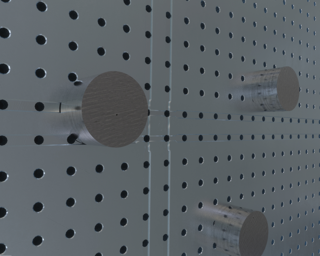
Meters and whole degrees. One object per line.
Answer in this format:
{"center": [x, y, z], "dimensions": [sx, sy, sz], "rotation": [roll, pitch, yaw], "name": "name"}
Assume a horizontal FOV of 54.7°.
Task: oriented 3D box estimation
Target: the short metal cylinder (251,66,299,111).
{"center": [0.213, -0.070, 0.571], "dimensions": [0.081, 0.050, 0.079], "rotation": [0, 90, -40], "name": "short metal cylinder"}

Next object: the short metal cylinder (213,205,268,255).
{"center": [0.132, 0.170, 0.503], "dimensions": [0.081, 0.050, 0.079], "rotation": [0, 90, -40], "name": "short metal cylinder"}

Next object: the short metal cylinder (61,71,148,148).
{"center": [-0.060, -0.020, 0.342], "dimensions": [0.081, 0.050, 0.079], "rotation": [0, 90, -40], "name": "short metal cylinder"}
